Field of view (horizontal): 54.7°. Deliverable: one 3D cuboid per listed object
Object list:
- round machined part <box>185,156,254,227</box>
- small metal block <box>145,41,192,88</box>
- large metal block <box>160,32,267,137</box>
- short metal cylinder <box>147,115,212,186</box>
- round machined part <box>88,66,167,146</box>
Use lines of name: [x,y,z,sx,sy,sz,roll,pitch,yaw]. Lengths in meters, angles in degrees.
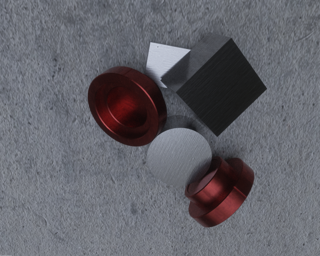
round machined part: [0.070,0.075,0.400,0.042,0.098,0.098,42,105,-7]
small metal block: [0.009,-0.077,0.382,0.050,0.025,0.050,10,110,-4]
large metal block: [0.062,-0.051,0.361,0.080,0.050,0.080,-45,120,3]
short metal cylinder: [0.024,0.028,0.407,0.081,0.050,0.079,0,110,-1]
round machined part: [-0.035,-0.029,0.374,0.098,0.042,0.097,17,129,22]
